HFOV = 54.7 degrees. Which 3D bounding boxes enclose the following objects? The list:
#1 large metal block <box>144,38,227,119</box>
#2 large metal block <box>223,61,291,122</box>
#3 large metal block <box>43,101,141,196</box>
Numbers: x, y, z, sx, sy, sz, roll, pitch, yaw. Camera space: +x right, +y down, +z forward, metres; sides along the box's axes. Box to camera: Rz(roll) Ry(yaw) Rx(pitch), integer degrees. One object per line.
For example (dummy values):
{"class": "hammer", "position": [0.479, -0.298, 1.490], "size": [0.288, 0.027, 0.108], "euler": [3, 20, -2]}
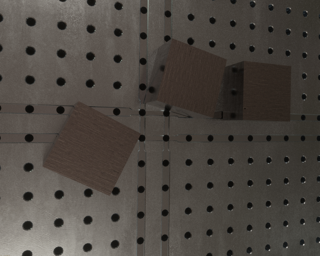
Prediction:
{"class": "large metal block", "position": [0.033, -0.062, 0.413], "size": [0.081, 0.050, 0.080], "euler": [16, 85, -20]}
{"class": "large metal block", "position": [0.141, -0.050, 0.453], "size": [0.081, 0.050, 0.079], "euler": [1, 90, -21]}
{"class": "large metal block", "position": [-0.082, 0.024, 0.370], "size": [0.080, 0.050, 0.080], "euler": [29, 80, -18]}
